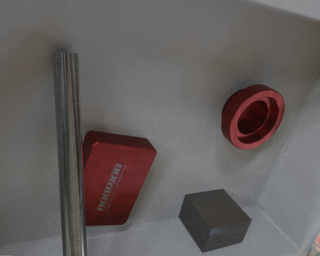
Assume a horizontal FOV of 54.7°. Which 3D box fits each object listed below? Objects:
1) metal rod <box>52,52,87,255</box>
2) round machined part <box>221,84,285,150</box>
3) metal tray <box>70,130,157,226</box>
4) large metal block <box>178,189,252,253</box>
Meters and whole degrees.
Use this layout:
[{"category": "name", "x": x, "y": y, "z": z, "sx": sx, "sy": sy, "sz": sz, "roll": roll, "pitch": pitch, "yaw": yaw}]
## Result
[{"category": "metal rod", "x": -0.093, "y": 0.073, "z": 0.327, "sx": 0.025, "sy": 0.025, "sz": 0.298, "roll": -4, "pitch": 96, "yaw": -27}, {"category": "round machined part", "x": 0.132, "y": -0.020, "z": 0.460, "sx": 0.099, "sy": 0.042, "sz": 0.097, "roll": -14, "pitch": 125, "yaw": -21}, {"category": "metal tray", "x": -0.070, "y": 0.071, "z": 0.413, "sx": 0.091, "sy": 0.030, "sz": 0.129, "roll": 10, "pitch": 113, "yaw": -33}, {"category": "large metal block", "x": 0.090, "y": 0.151, "z": 0.518, "sx": 0.081, "sy": 0.080, "sz": 0.050, "roll": -2, "pitch": 119, "yaw": -28}]
